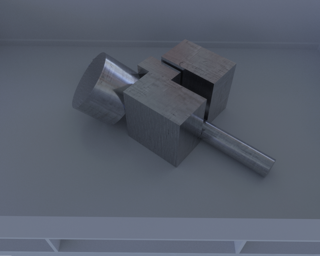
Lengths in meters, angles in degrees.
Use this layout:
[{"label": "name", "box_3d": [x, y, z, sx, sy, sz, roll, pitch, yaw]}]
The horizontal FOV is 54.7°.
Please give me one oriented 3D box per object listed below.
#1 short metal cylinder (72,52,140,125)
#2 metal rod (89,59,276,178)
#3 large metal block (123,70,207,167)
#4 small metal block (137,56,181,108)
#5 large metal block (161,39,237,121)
[{"label": "short metal cylinder", "box_3d": [-0.071, -0.050, 0.401, 0.050, 0.080, 0.080, 29, 43, -29]}, {"label": "metal rod", "box_3d": [0.014, -0.025, 0.425, 0.300, 0.025, 0.025, 32, 57, 23]}, {"label": "large metal block", "box_3d": [0.005, -0.011, 0.378, 0.080, 0.080, 0.050, 32, 57, 23]}, {"label": "small metal block", "box_3d": [-0.001, -0.059, 0.407, 0.050, 0.050, 0.025, 33, 58, 24]}, {"label": "large metal block", "box_3d": [0.049, -0.061, 0.420, 0.080, 0.080, 0.050, 33, 57, 24]}]
